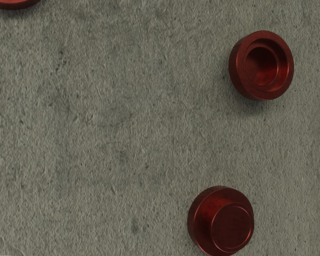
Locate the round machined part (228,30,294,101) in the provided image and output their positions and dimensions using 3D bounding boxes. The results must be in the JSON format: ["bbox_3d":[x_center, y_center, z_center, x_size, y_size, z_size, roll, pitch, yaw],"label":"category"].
[{"bbox_3d":[0.142,-0.088,0.452,0.099,0.042,0.097,0,90,-20],"label":"round machined part"}]

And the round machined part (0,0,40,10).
[{"bbox_3d":[-0.170,-0.184,0.337,0.099,0.042,0.097,0,90,-20],"label":"round machined part"}]

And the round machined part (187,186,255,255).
[{"bbox_3d":[0.092,0.133,0.434,0.099,0.042,0.097,0,90,-20],"label":"round machined part"}]
